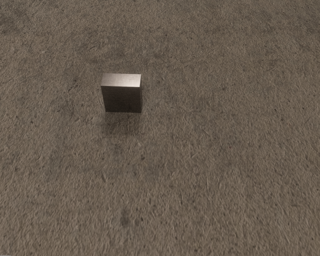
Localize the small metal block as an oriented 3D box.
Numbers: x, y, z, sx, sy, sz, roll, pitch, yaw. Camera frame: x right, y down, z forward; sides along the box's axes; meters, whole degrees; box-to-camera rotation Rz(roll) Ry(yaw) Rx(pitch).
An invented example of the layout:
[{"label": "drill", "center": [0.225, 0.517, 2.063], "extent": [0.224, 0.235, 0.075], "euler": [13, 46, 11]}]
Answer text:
[{"label": "small metal block", "center": [-0.051, -0.047, 0.426], "extent": [0.050, 0.050, 0.025], "euler": [2, 50, 1]}]
